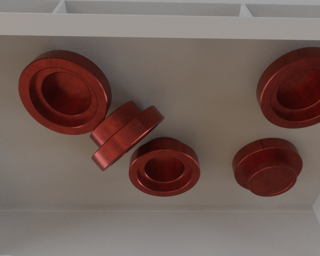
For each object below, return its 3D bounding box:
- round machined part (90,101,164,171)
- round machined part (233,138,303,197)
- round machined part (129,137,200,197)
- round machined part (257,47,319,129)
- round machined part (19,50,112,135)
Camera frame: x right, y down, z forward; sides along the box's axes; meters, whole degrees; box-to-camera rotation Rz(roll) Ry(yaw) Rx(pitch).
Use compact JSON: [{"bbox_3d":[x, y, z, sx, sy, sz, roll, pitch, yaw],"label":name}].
[{"bbox_3d":[-0.045,0.004,0.374,0.042,0.098,0.098,49,119,1],"label":"round machined part"},{"bbox_3d":[0.159,0.064,0.455,0.099,0.042,0.097,-1,130,0],"label":"round machined part"},{"bbox_3d":[0.006,0.051,0.442,0.099,0.042,0.097,-1,130,0],"label":"round machined part"},{"bbox_3d":[0.161,-0.049,0.359,0.099,0.042,0.097,-1,130,0],"label":"round machined part"},{"bbox_3d":[-0.103,-0.043,0.354,0.099,0.042,0.097,3,126,5],"label":"round machined part"}]
